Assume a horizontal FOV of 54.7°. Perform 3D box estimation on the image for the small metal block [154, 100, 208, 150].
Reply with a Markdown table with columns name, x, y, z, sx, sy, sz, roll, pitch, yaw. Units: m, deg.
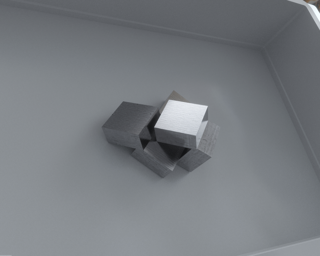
| name | x | y | z | sx | sy | sz | roll | pitch | yaw |
| --- | --- | --- | --- | --- | --- | --- | --- | --- | --- |
| small metal block | 0.027 | -0.005 | 0.375 | 0.050 | 0.025 | 0.050 | 11 | 49 | 19 |

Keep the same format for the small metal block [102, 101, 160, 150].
| name | x | y | z | sx | sy | sz | roll | pitch | yaw |
| --- | --- | --- | --- | --- | --- | --- | --- | --- | --- |
| small metal block | -0.033 | -0.004 | 0.374 | 0.050 | 0.025 | 0.050 | 11 | 46 | 25 |

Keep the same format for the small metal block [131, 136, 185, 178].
| name | x | y | z | sx | sy | sz | roll | pitch | yaw |
| --- | --- | --- | --- | --- | --- | --- | --- | --- | --- |
| small metal block | 0.000 | 0.026 | 0.389 | 0.050 | 0.025 | 0.050 | 36 | 51 | -4 |

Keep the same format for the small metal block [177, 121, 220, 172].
| name | x | y | z | sx | sy | sz | roll | pitch | yaw |
| --- | --- | --- | --- | --- | --- | --- | --- | --- | --- |
| small metal block | 0.049 | 0.022 | 0.402 | 0.025 | 0.050 | 0.050 | 31 | 52 | -9 |

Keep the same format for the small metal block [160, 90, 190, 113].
| name | x | y | z | sx | sy | sz | roll | pitch | yaw |
| --- | --- | --- | --- | --- | --- | --- | --- | --- | --- |
| small metal block | 0.023 | -0.016 | 0.427 | 0.050 | 0.025 | 0.050 | 36 | 51 | -4 |
